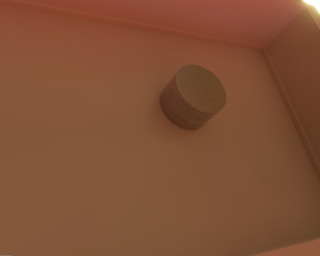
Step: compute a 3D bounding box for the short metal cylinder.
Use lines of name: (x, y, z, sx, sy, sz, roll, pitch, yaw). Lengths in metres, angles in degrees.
short metal cylinder: (0.047, -0.044, 0.443, 0.081, 0.050, 0.080, 14, 56, -21)
